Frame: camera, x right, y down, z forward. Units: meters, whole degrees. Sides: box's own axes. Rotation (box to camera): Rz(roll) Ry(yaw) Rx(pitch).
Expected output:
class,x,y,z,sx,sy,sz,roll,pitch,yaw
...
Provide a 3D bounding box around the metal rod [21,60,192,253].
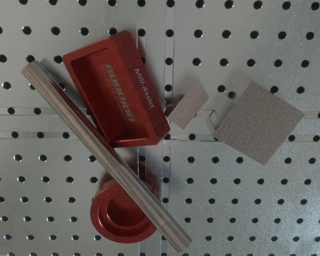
class,x,y,z,sx,sy,sz,roll,pitch,yaw
metal rod,-0.065,0.039,0.394,0.025,0.025,0.300,-39,94,13

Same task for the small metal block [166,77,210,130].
class,x,y,z,sx,sy,sz,roll,pitch,yaw
small metal block,0.033,-0.032,0.389,0.025,0.050,0.050,35,106,-12

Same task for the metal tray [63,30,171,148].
class,x,y,z,sx,sy,sz,roll,pitch,yaw
metal tray,-0.052,-0.040,0.371,0.090,0.030,0.129,-7,115,38

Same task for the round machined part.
class,x,y,z,sx,sy,sz,roll,pitch,yaw
round machined part,-0.047,0.113,0.445,0.099,0.042,0.097,0,110,-1

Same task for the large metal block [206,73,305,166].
class,x,y,z,sx,sy,sz,roll,pitch,yaw
large metal block,0.118,-0.012,0.397,0.080,0.050,0.080,29,107,-11
